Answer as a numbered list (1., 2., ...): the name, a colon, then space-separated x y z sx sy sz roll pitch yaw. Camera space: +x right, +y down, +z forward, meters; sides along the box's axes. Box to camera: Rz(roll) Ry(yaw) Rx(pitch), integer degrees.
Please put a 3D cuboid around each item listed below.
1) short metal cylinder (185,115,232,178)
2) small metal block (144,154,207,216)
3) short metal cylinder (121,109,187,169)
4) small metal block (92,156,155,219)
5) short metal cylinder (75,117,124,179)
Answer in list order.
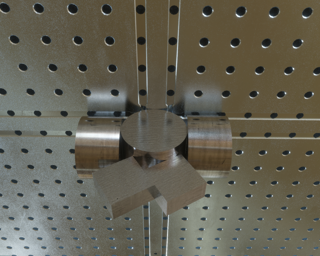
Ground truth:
1. short metal cylinder: 0.058 0.024 0.395 0.050 0.080 0.079 1 130 0
2. small metal block: 0.016 0.062 0.347 0.050 0.050 0.025 -20 135 -24
3. short metal cylinder: -0.007 0.020 0.392 0.081 0.080 0.050 1 130 -1
4. small metal block: -0.040 0.064 0.343 0.050 0.050 0.025 -21 135 -24
5. short metal cylinder: -0.073 0.025 0.395 0.050 0.080 0.079 1 130 -1
